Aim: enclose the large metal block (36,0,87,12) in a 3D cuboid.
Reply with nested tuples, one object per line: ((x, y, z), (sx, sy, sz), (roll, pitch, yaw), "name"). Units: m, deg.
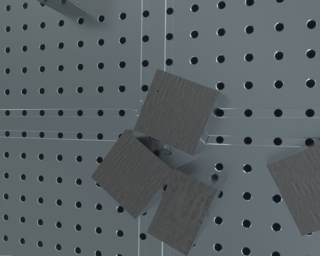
((-0.144, -0.217, 0.433), (0.050, 0.080, 0.079), (8, 93, 19), "large metal block")

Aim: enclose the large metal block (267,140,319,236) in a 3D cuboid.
((0.174, 0.059, 0.338), (0.080, 0.050, 0.080), (-27, 82, 17), "large metal block")

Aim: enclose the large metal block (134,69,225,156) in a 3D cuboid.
((0.026, -0.020, 0.390), (0.080, 0.050, 0.080), (24, 98, 18), "large metal block")

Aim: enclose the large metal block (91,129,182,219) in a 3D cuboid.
((-0.028, 0.057, 0.408), (0.080, 0.050, 0.080), (40, 102, 15), "large metal block")

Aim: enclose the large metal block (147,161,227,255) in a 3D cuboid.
((0.036, 0.090, 0.370), (0.050, 0.080, 0.080), (25, 98, 18), "large metal block")
